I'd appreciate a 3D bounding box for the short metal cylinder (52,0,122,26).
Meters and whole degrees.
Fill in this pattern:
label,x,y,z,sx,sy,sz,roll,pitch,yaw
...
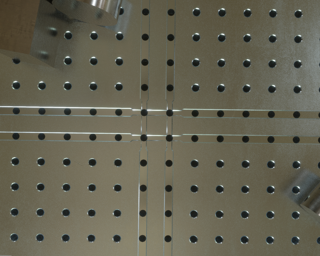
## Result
label,x,y,z,sx,sy,sz,roll,pitch,yaw
short metal cylinder,-0.087,-0.167,0.385,0.080,0.080,0.050,13,90,0

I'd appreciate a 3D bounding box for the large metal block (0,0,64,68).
label,x,y,z,sx,sy,sz,roll,pitch,yaw
large metal block,-0.162,-0.126,0.384,0.050,0.080,0.080,11,90,0

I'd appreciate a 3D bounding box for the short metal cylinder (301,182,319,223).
label,x,y,z,sx,sy,sz,roll,pitch,yaw
short metal cylinder,0.227,0.104,0.388,0.080,0.080,0.050,41,90,0
